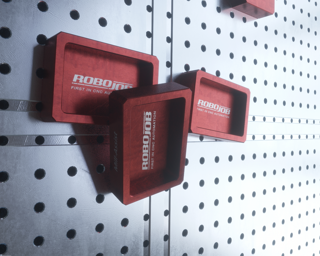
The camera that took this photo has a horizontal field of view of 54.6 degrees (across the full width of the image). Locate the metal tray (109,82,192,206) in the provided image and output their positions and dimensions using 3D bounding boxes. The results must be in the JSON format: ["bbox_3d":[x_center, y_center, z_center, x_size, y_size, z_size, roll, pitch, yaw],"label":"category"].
[{"bbox_3d":[-0.011,0.017,0.362,0.091,0.030,0.129,-14,119,-33],"label":"metal tray"}]

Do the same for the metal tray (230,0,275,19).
[{"bbox_3d":[0.163,-0.268,0.540,0.091,0.030,0.129,1,90,-40],"label":"metal tray"}]

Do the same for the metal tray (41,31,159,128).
[{"bbox_3d":[-0.062,-0.047,0.352,0.131,0.030,0.090,4,87,-40],"label":"metal tray"}]

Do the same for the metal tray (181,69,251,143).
[{"bbox_3d":[0.086,-0.029,0.475,0.131,0.030,0.090,11,83,-39],"label":"metal tray"}]
